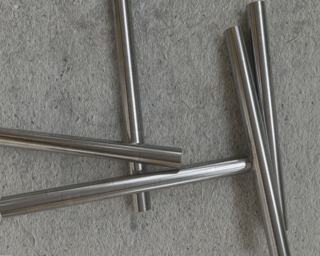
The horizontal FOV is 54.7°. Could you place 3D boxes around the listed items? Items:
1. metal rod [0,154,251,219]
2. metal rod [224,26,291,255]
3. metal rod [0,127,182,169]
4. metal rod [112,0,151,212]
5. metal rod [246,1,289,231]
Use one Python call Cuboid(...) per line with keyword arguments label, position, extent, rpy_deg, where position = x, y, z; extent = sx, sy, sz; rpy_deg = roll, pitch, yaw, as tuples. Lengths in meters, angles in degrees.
Cuboid(label="metal rod", position=(-0.032, 0.069, 0.382), extent=(0.302, 0.025, 0.025), rpy_deg=(-8, 90, -11))
Cuboid(label="metal rod", position=(0.123, 0.016, 0.395), extent=(0.025, 0.025, 0.298), rpy_deg=(-10, 84, 0))
Cuboid(label="metal rod", position=(-0.123, 0.021, 0.392), extent=(0.302, 0.025, 0.025), rpy_deg=(6, 90, 6))
Cuboid(label="metal rod", position=(-0.039, -0.041, 0.409), extent=(0.025, 0.025, 0.298), rpy_deg=(-6, 90, 0))
Cuboid(label="metal rod", position=(0.142, -0.015, 0.410), extent=(0.025, 0.025, 0.298), rpy_deg=(-6, 90, 0))
